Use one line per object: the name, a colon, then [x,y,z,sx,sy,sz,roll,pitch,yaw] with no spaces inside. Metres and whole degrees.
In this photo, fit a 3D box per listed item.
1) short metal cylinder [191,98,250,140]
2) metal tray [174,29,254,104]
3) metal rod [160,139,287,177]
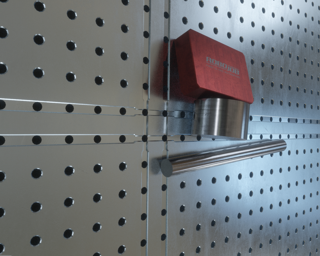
short metal cylinder: [0.087,-0.011,0.449,0.081,0.080,0.050,10,84,-40]
metal tray: [0.083,-0.083,0.461,0.131,0.030,0.090,9,67,-40]
metal rod: [0.124,0.044,0.516,0.302,0.025,0.025,-5,94,-40]
